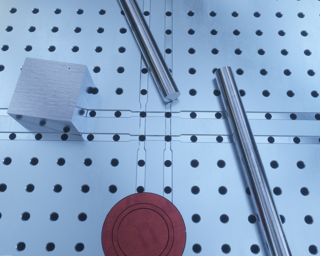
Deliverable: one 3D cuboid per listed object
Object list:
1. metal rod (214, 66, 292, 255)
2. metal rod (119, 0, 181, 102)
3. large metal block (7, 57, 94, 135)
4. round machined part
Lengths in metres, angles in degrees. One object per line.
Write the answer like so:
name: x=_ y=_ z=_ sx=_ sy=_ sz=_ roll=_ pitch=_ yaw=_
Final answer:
metal rod: x=0.120 y=0.056 z=0.392 sx=0.025 sy=0.025 sz=0.299 roll=-11 pitch=70 yaw=-4
metal rod: x=-0.039 y=-0.173 z=0.474 sx=0.025 sy=0.025 sz=0.299 roll=-21 pitch=72 yaw=-8
large metal block: x=-0.141 y=-0.041 z=0.412 sx=0.080 sy=0.050 sz=0.080 roll=8 pitch=70 yaw=2
round machined part: x=-0.018 y=0.123 z=0.357 sx=0.099 sy=0.042 sz=0.098 roll=0 pitch=70 yaw=-1
